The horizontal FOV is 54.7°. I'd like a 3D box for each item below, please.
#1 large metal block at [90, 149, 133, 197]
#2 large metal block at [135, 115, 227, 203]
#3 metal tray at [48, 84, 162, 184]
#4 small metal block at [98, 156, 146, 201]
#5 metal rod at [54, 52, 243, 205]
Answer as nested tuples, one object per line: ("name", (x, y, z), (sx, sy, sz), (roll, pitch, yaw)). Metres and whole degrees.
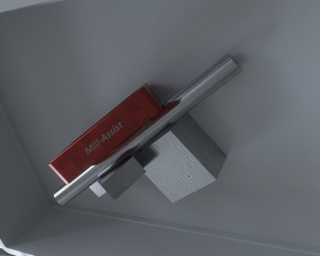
("large metal block", (-0.084, 0.044, 0.458), (0.080, 0.050, 0.080), (47, 129, -6))
("large metal block", (0.025, 0.039, 0.401), (0.080, 0.050, 0.080), (47, 129, -6))
("metal tray", (-0.058, 0.002, 0.360), (0.130, 0.090, 0.030), (-38, 99, 6))
("small metal block", (-0.049, 0.061, 0.390), (0.025, 0.050, 0.050), (50, 165, -7))
("metal rod", (-0.031, 0.014, 0.382), (0.299, 0.025, 0.025), (-37, 98, 23))
